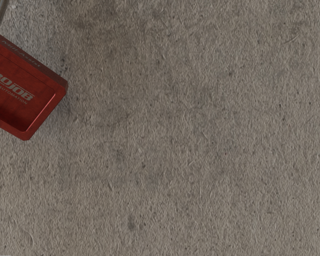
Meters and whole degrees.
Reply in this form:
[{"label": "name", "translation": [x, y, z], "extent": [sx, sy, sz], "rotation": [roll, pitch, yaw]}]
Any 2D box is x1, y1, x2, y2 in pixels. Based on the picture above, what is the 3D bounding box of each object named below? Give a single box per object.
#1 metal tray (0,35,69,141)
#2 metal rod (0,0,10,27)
[{"label": "metal tray", "translation": [-0.190, -0.054, 0.370], "extent": [0.130, 0.030, 0.090], "rotation": [36, 105, -24]}, {"label": "metal rod", "translation": [-0.196, -0.136, 0.361], "extent": [0.025, 0.025, 0.298], "rotation": [31, 108, -1]}]
